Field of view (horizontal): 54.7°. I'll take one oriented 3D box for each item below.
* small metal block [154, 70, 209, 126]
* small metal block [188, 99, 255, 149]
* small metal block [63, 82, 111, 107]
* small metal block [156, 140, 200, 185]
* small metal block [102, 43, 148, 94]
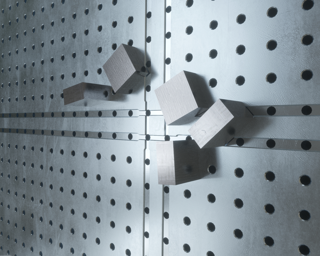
[{"bbox_3d":[0.026,-0.036,0.386,0.050,0.025,0.050,-31,71,35],"label":"small metal block"},{"bbox_3d":[0.067,-0.004,0.337,0.050,0.050,0.025,-48,62,29],"label":"small metal block"},{"bbox_3d":[-0.115,-0.051,0.485,0.050,0.050,0.025,-11,83,39],"label":"small metal block"},{"bbox_3d":[0.022,0.040,0.373,0.025,0.050,0.050,-5,87,39],"label":"small metal block"},{"bbox_3d":[-0.051,-0.085,0.449,0.050,0.025,0.050,-40,66,32],"label":"small metal block"}]
